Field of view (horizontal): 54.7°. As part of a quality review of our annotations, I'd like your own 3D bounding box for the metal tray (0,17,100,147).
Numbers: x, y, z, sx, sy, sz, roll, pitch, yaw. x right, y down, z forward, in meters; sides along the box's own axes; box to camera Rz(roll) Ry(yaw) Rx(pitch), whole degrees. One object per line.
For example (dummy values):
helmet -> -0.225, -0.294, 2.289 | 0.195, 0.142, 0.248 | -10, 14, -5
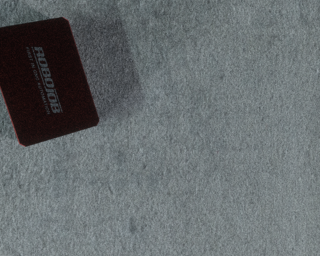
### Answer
metal tray -> -0.133, -0.053, 0.357 | 0.091, 0.030, 0.129 | -18, 96, -20
